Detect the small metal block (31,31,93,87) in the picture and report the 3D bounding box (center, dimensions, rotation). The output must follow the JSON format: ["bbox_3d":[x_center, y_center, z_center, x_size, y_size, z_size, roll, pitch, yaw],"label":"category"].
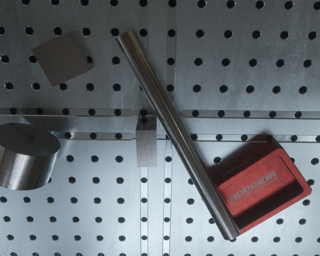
[{"bbox_3d":[-0.119,-0.085,0.381,0.050,0.025,0.050,-23,109,8],"label":"small metal block"}]

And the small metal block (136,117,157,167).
[{"bbox_3d":[-0.017,0.017,0.406,0.025,0.050,0.050,-1,110,0],"label":"small metal block"}]

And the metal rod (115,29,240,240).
[{"bbox_3d":[0.028,0.017,0.399,0.025,0.025,0.299,-27,101,9],"label":"metal rod"}]

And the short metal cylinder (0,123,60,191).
[{"bbox_3d":[-0.175,0.035,0.395,0.080,0.080,0.050,21,109,-8],"label":"short metal cylinder"}]

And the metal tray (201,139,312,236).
[{"bbox_3d":[0.134,0.088,0.443,0.130,0.030,0.090,-36,107,12],"label":"metal tray"}]
